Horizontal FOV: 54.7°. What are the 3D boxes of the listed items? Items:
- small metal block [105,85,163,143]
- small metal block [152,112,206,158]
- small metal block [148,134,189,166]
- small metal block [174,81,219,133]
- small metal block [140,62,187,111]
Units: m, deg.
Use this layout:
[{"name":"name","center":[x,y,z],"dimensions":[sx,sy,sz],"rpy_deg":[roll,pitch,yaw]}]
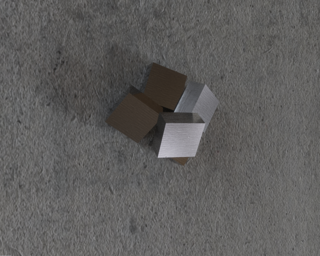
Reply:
[{"name":"small metal block","center":[-0.032,-0.017,0.387],"dimensions":[0.050,0.025,0.050],"rpy_deg":[35,114,-18]},{"name":"small metal block","center":[0.022,0.009,0.381],"dimensions":[0.050,0.025,0.050],"rpy_deg":[0,123,-20]},{"name":"small metal block","center":[0.020,0.016,0.419],"dimensions":[0.050,0.025,0.050],"rpy_deg":[34,79,-17]},{"name":"small metal block","center":[0.050,-0.028,0.418],"dimensions":[0.050,0.025,0.050],"rpy_deg":[38,75,-51]},{"name":"small metal block","center":[0.003,-0.053,0.413],"dimensions":[0.050,0.025,0.050],"rpy_deg":[18,84,-20]}]
